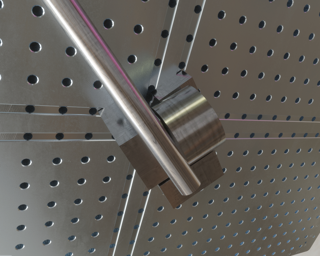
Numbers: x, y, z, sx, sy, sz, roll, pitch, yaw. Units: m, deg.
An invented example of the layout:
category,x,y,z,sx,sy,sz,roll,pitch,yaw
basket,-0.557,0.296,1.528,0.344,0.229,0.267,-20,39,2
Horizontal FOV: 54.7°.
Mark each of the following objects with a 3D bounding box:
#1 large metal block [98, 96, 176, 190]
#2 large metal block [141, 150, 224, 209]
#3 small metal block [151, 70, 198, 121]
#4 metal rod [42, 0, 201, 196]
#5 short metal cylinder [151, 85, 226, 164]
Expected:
category,x,y,z,sx,sy,sz,roll,pitch,yaw
large metal block,-0.023,0.014,0.374,0.050,0.080,0.080,-33,129,-7
large metal block,0.025,0.046,0.417,0.080,0.080,0.050,-33,129,-7
small metal block,0.024,-0.038,0.403,0.050,0.025,0.050,-36,130,-5
metal rod,-0.048,-0.054,0.285,0.025,0.025,0.299,-36,108,-5
short metal cylinder,0.031,-0.002,0.360,0.050,0.080,0.080,-32,129,-8
